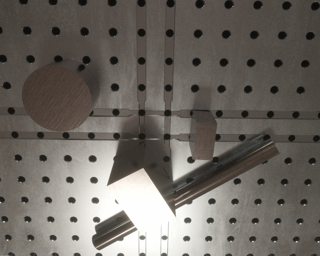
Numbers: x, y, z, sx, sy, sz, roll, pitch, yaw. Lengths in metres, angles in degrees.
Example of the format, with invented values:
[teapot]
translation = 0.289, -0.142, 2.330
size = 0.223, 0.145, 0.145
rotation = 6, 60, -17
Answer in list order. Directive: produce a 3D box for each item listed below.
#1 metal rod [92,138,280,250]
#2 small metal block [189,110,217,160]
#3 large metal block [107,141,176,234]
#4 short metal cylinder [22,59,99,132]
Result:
[metal rod]
translation = 0.030, 0.100, 0.450
size = 0.300, 0.025, 0.025
rotation = -31, 108, 10
[small metal block]
translation = 0.055, 0.008, 0.404
size = 0.025, 0.050, 0.050
rotation = 3, 110, -2
[large metal block]
translation = -0.022, 0.076, 0.412
size = 0.050, 0.080, 0.080
rotation = -28, 108, 9
[short metal cylinder]
translation = -0.120, -0.041, 0.383
size = 0.081, 0.050, 0.079
rotation = 0, 110, -1
